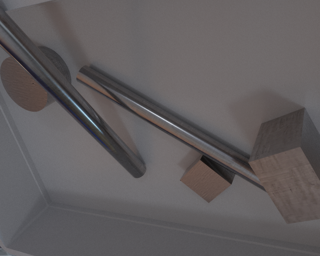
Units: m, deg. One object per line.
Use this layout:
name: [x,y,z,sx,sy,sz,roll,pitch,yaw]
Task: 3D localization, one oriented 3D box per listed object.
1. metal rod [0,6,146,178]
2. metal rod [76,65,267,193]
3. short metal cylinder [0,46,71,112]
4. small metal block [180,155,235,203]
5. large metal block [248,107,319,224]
metal rod: [-0.094,-0.022,0.361,0.025,0.025,0.300,-3,143,29]
metal rod: [0.024,0.002,0.396,0.301,0.025,0.025,30,128,8]
short metal cylinder: [-0.175,-0.070,0.439,0.080,0.050,0.079,13,124,20]
small metal block: [0.063,0.065,0.415,0.050,0.025,0.050,38,129,2]
large metal block: [0.142,0.038,0.322,0.050,0.080,0.080,-25,105,36]
